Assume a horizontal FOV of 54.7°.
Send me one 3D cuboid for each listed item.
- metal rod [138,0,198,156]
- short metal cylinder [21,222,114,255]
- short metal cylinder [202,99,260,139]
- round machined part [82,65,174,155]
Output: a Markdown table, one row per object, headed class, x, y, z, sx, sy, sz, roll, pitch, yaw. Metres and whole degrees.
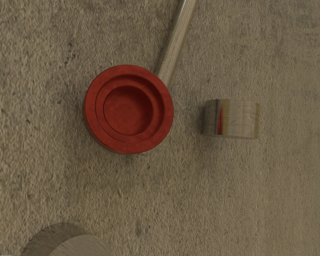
| class | x | y | z | sx | sy | sz | roll | pitch | yaw |
| --- | --- | --- | --- | --- | --- | --- | --- | --- | --- |
| metal rod | 0.017 | -0.107 | 0.420 | 0.025 | 0.025 | 0.299 | 30 | 72 | -37 |
| short metal cylinder | -0.094 | 0.142 | 0.312 | 0.081 | 0.050 | 0.079 | 0 | 90 | -40 |
| short metal cylinder | 0.106 | -0.011 | 0.460 | 0.081 | 0.080 | 0.050 | 8 | 85 | -40 |
| round machined part | -0.037 | -0.018 | 0.350 | 0.099 | 0.042 | 0.097 | 4 | 80 | -20 |
